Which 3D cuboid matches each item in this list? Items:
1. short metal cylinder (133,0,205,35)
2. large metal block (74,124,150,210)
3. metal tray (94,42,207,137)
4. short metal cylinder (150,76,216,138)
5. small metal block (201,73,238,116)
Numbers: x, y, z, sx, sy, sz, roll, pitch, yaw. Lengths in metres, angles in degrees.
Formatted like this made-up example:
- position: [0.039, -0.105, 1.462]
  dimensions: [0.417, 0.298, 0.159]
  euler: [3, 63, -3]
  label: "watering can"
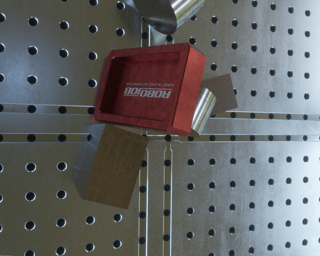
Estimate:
- position: [0.008, -0.165, 0.386]
  dimensions: [0.050, 0.080, 0.080]
  euler: [-45, 104, -14]
  label: "short metal cylinder"
- position: [-0.059, 0.041, 0.362]
  dimensions: [0.050, 0.080, 0.080]
  euler: [19, 84, -19]
  label: "large metal block"
- position: [-0.017, -0.044, 0.350]
  dimensions: [0.030, 0.130, 0.090]
  euler: [18, 83, -46]
  label: "metal tray"
- position: [0.024, -0.028, 0.392]
  dimensions: [0.080, 0.080, 0.050]
  euler: [29, 81, -18]
  label: "short metal cylinder"
- position: [0.078, -0.046, 0.441]
  dimensions: [0.050, 0.025, 0.050]
  euler: [-17, 96, -19]
  label: "small metal block"
